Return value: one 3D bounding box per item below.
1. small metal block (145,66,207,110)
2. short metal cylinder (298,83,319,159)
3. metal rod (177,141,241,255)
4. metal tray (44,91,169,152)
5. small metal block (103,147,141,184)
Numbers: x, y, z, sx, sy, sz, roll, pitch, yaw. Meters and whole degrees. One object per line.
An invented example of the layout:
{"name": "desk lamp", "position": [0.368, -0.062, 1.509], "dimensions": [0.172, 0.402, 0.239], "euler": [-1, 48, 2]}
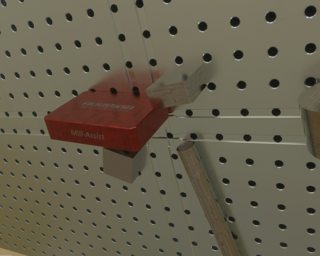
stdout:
{"name": "small metal block", "position": [0.020, -0.046, 0.355], "dimensions": [0.050, 0.050, 0.025], "euler": [-8, 114, 31]}
{"name": "short metal cylinder", "position": [0.172, -0.010, 0.279], "dimensions": [0.080, 0.080, 0.050], "euler": [-8, 115, 31]}
{"name": "metal rod", "position": [0.091, 0.152, 0.456], "dimensions": [0.025, 0.025, 0.299], "euler": [-11, 113, 32]}
{"name": "metal tray", "position": [-0.066, -0.014, 0.393], "dimensions": [0.130, 0.090, 0.030], "euler": [6, 121, 24]}
{"name": "small metal block", "position": [-0.058, 0.051, 0.472], "dimensions": [0.050, 0.025, 0.050], "euler": [18, 125, 17]}
